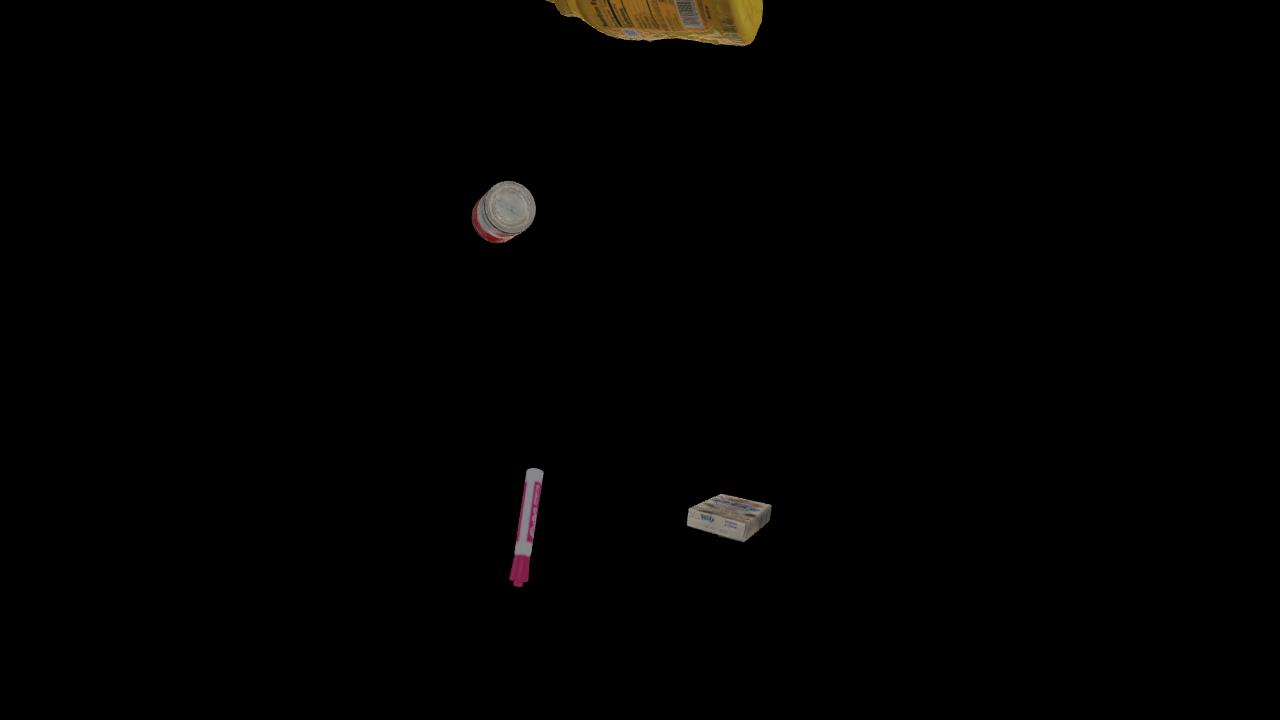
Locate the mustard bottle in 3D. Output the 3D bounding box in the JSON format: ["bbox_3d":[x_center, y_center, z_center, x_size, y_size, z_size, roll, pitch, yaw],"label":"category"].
[{"bbox_3d":[-0.001,-0.291,0.479,0.184,0.054,0.092,15,-8,25],"label":"mustard bottle"}]

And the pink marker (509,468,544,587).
[{"bbox_3d":[-0.117,0.171,0.635,0.020,0.121,0.020,2,-34,2],"label":"pink marker"}]

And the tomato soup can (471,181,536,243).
[{"bbox_3d":[-0.180,-0.194,0.810,0.068,0.068,0.101,0,3,-24],"label":"tomato soup can"}]

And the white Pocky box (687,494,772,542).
[{"bbox_3d":[0.130,0.222,0.876,0.084,0.028,0.154,9,0,24],"label":"white Pocky box"}]
